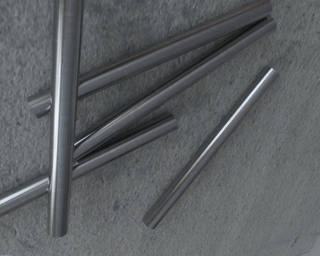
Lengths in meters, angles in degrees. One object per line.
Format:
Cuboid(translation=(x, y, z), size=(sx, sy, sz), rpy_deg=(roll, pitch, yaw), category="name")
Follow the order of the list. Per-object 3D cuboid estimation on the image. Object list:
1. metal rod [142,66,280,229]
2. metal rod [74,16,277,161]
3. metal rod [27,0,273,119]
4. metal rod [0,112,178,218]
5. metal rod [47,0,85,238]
Cuboid(translation=(0.073, 0.035, 0.469), size=(0.025, 0.025, 0.299), rpy_deg=(31, 101, -38), category="metal rod")
Cuboid(translation=(0.018, -0.053, 0.385), size=(0.301, 0.025, 0.025), rpy_deg=(-33, 129, -7), category="metal rod")
Cuboid(translation=(0.000, -0.086, 0.354), size=(0.302, 0.025, 0.025), rpy_deg=(-26, 128, -12), category="metal rod")
Cuboid(translation=(-0.114, 0.056, 0.379), size=(0.302, 0.025, 0.025), rpy_deg=(-26, 128, -13), category="metal rod")
Cuboid(translation=(-0.099, -0.005, 0.316), size=(0.025, 0.025, 0.298), rpy_deg=(-3, 120, -27), category="metal rod")
